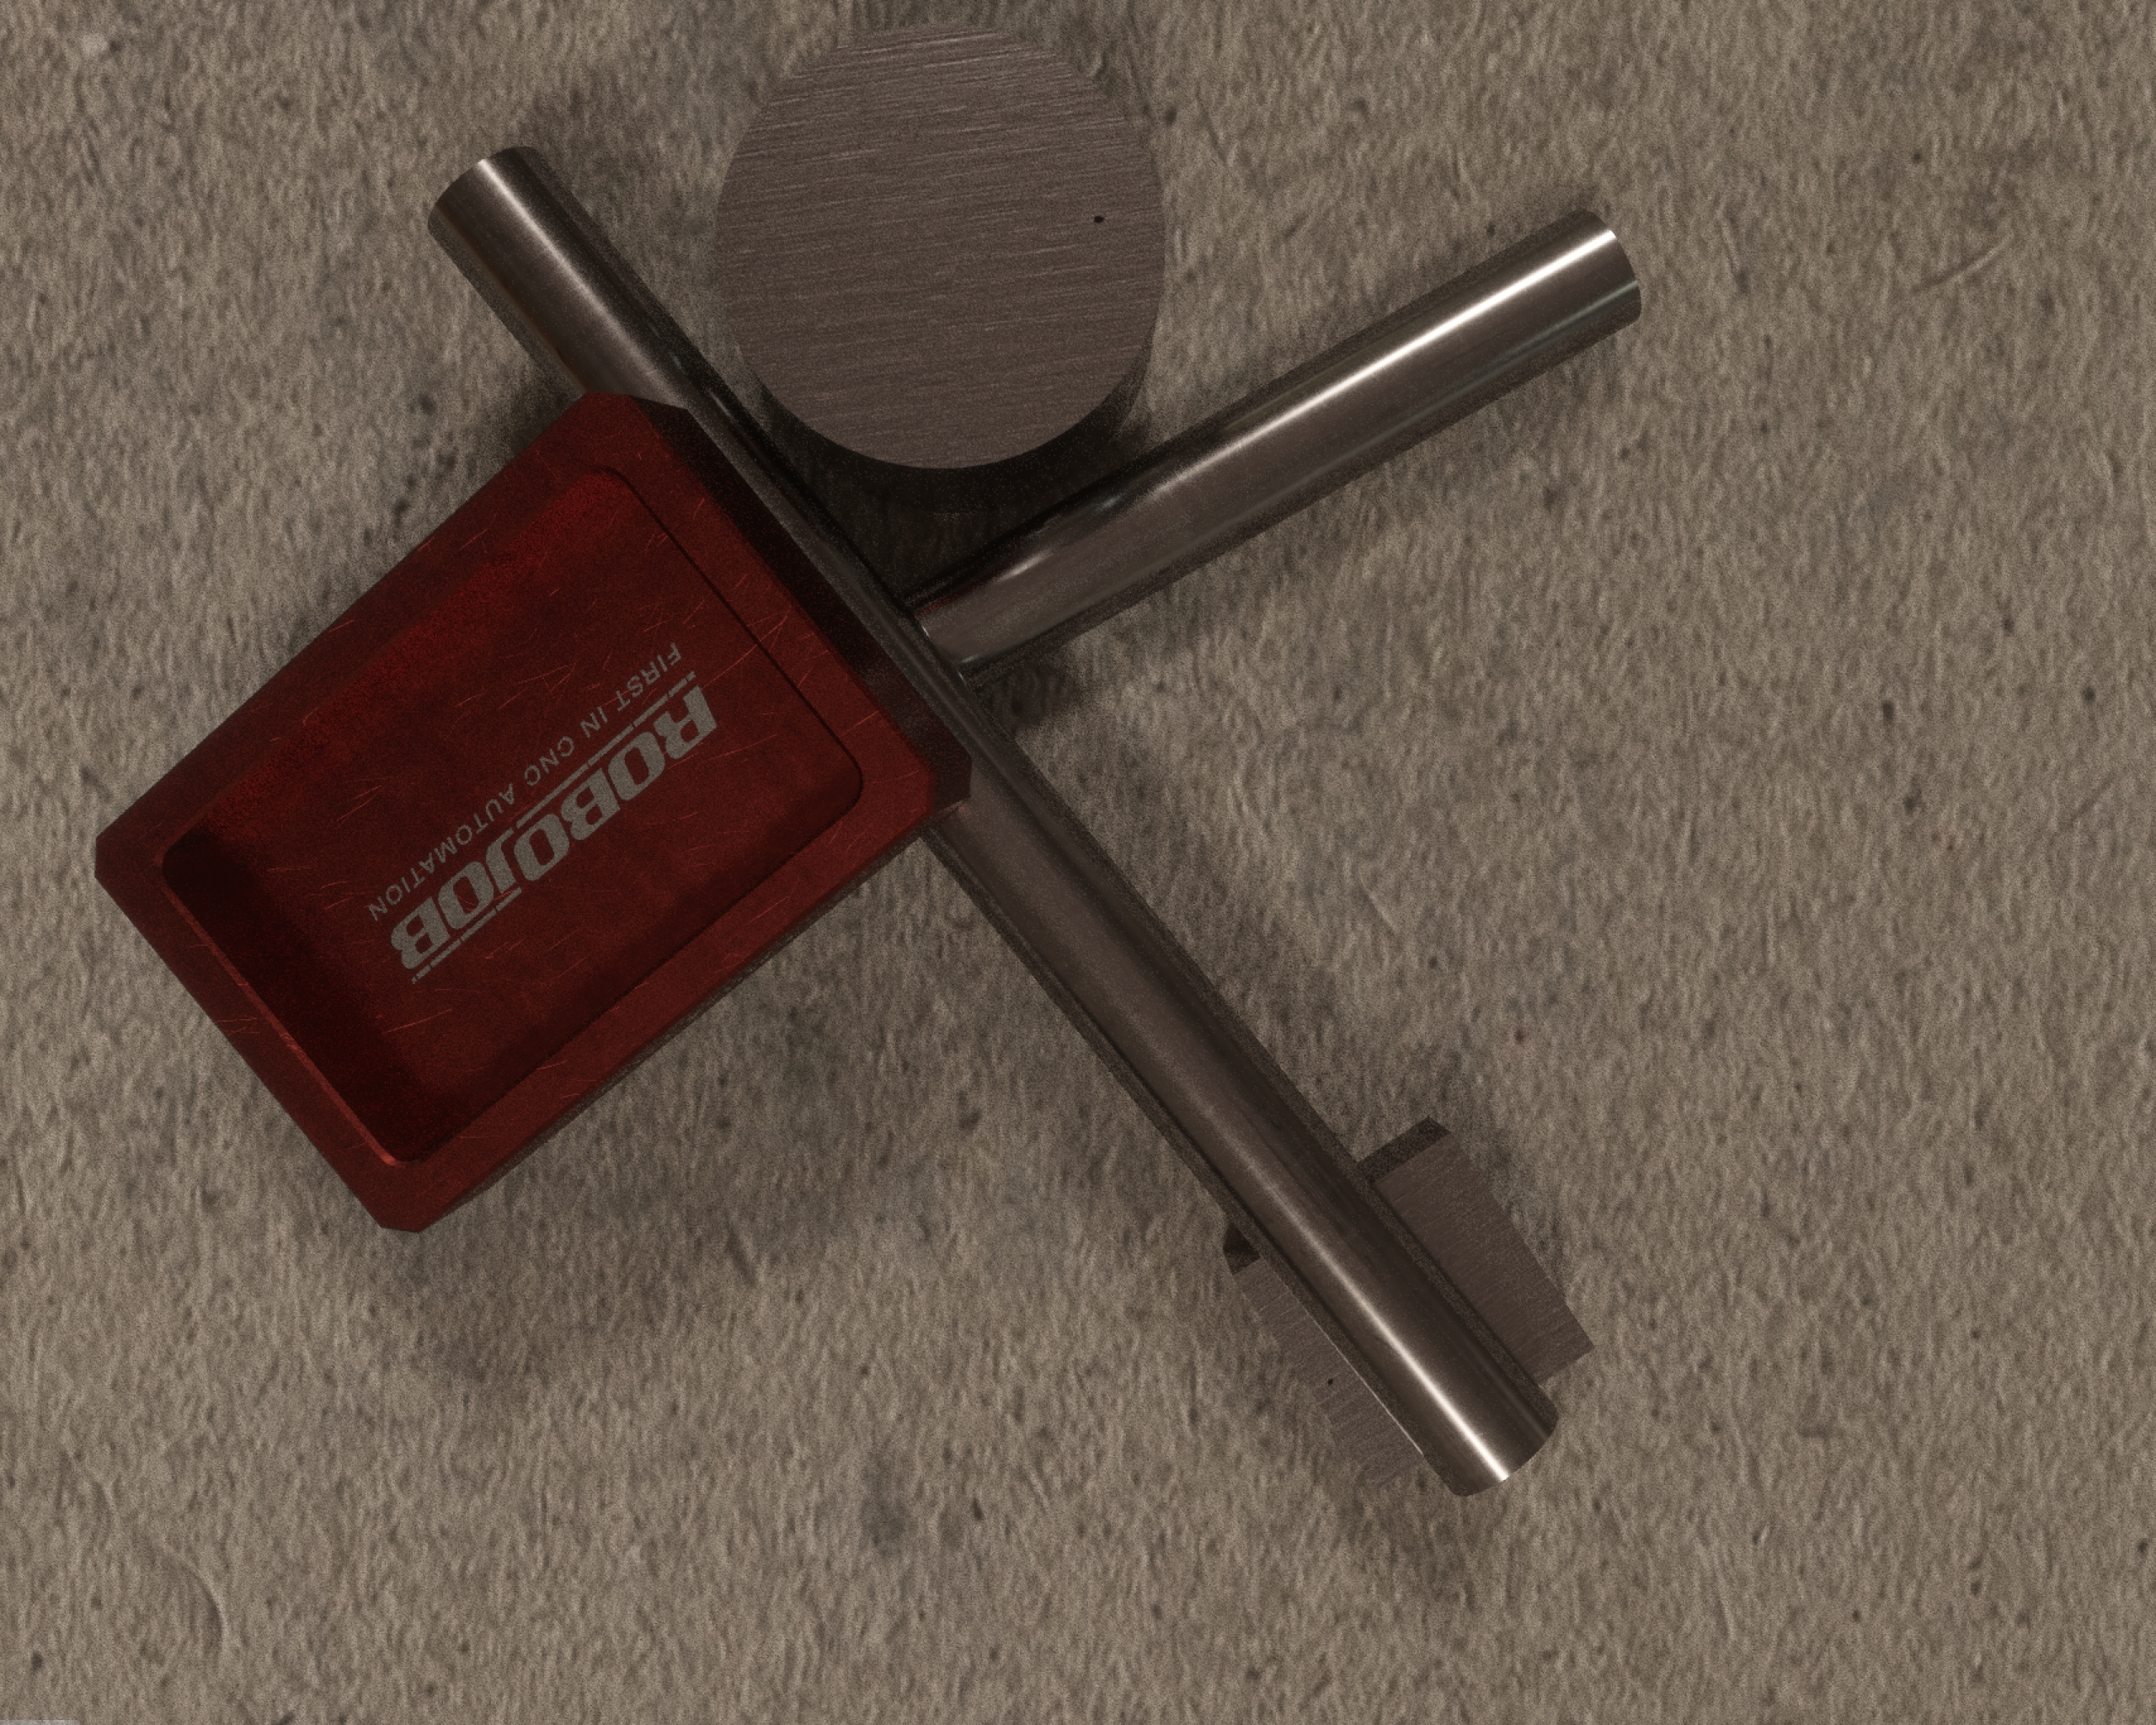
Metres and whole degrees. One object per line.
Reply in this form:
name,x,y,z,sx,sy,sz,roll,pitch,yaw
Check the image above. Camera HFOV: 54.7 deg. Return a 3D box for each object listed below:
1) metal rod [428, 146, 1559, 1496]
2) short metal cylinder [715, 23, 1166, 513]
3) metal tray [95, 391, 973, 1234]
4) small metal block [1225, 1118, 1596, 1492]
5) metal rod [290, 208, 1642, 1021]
metal rod,-0.015,-0.007,0.386,0.025,0.025,0.300,-39,91,0
short metal cylinder,-0.025,-0.110,0.398,0.081,0.050,0.079,0,90,-1
metal tray,-0.096,-0.008,0.369,0.130,0.030,0.090,-39,90,11
small metal block,0.064,0.086,0.412,0.050,0.025,0.050,-34,90,0
metal rod,-0.027,-0.044,0.411,0.301,0.025,0.025,-30,90,-1
